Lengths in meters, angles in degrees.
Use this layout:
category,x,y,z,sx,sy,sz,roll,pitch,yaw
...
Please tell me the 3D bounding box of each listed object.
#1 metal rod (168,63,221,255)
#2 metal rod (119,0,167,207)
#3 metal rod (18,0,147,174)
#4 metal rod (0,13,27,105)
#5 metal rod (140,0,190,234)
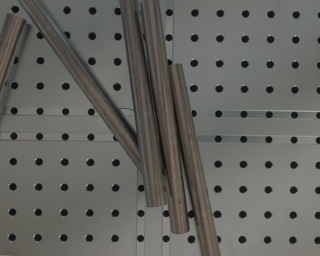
category,x,y,z,sx,sy,sz,roll,pitch,yaw
metal rod,0.047,0.063,0.414,0.025,0.025,0.298,-12,90,0
metal rod,-0.025,-0.051,0.398,0.025,0.025,0.298,-8,84,0
metal rod,-0.092,-0.054,0.412,0.025,0.025,0.299,-35,90,0
metal rod,-0.235,-0.004,0.410,0.025,0.025,0.298,18,90,-1
metal rod,0.007,-0.010,0.401,0.025,0.025,0.298,-8,95,0
